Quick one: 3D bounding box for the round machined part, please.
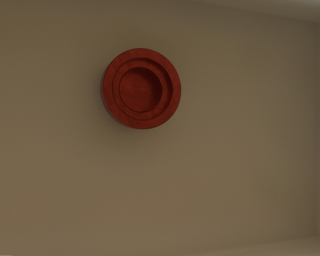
[{"bbox_3d":[-0.026,-0.047,0.391,0.099,0.042,0.097,0,90,-20],"label":"round machined part"}]
